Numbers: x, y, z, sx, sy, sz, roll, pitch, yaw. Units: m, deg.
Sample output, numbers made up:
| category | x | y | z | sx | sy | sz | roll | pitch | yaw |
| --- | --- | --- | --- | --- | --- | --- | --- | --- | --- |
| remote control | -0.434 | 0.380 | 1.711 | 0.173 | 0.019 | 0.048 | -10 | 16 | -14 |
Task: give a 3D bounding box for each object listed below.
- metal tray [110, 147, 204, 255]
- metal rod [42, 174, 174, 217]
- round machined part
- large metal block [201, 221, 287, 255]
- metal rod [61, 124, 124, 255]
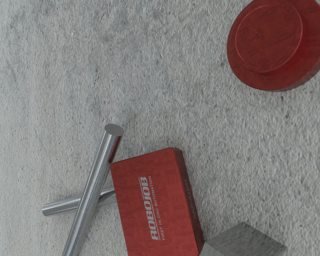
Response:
| category | x | y | z | sx | sy | sz | roll | pitch | yaw |
| --- | --- | --- | --- | --- | --- | --- | --- | --- | --- |
| metal tray | -0.004 | 0.097 | 0.385 | 0.090 | 0.030 | 0.129 | -17 | 79 | 19 |
| metal rod | -0.094 | 0.108 | 0.479 | 0.299 | 0.025 | 0.025 | -21 | 77 | 37 |
| round machined part | 0.109 | -0.086 | 0.303 | 0.098 | 0.042 | 0.097 | 0 | 90 | 39 |
| large metal block | 0.074 | 0.150 | 0.307 | 0.050 | 0.081 | 0.079 | 26 | 106 | 37 |
| metal rod | -0.109 | 0.119 | 0.460 | 0.025 | 0.025 | 0.298 | 45 | 126 | 30 |
